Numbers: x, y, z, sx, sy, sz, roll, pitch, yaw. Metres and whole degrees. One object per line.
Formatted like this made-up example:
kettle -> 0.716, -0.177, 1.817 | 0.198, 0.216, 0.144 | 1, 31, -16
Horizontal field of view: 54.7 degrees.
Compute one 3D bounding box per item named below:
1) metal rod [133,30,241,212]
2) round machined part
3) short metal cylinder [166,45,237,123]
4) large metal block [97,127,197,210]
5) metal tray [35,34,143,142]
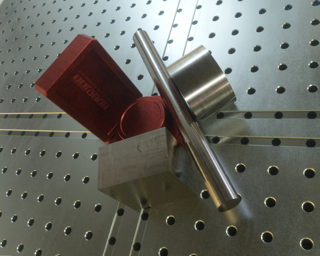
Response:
metal rod -> 0.018, -0.033, 0.391 | 0.025, 0.025, 0.300 | -31, 52, 8
round machined part -> -0.017, -0.002, 0.406 | 0.098, 0.042, 0.098 | -13, 56, 20
short metal cylinder -> 0.049, -0.053, 0.377 | 0.050, 0.080, 0.080 | -32, 52, 7
large metal block -> -0.013, 0.049, 0.348 | 0.080, 0.080, 0.050 | -18, 55, 18
metal tray -> -0.087, -0.048, 0.415 | 0.030, 0.130, 0.090 | 31, 79, 37
